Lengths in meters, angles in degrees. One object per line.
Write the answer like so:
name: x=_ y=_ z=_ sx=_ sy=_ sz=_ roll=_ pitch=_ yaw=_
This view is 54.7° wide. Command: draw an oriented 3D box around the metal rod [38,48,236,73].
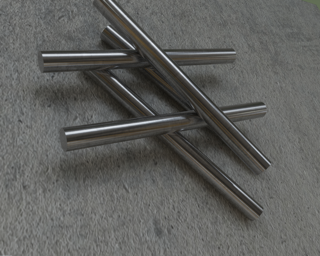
metal rod: x=-0.009 y=-0.097 z=0.429 sx=0.303 sy=0.025 sz=0.025 roll=-10 pitch=67 yaw=-33

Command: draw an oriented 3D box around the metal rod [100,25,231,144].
metal rod: x=0.036 y=-0.043 z=0.452 sx=0.300 sy=0.025 sz=0.025 roll=40 pitch=51 yaw=-1

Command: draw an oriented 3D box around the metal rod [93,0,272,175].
metal rod: x=0.025 y=-0.059 z=0.393 sx=0.300 sy=0.025 sz=0.025 roll=47 pitch=51 yaw=4

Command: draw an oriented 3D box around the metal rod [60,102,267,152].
metal rod: x=0.028 y=-0.008 z=0.395 sx=0.303 sy=0.025 sz=0.025 roll=-9 pitch=67 yaw=-32

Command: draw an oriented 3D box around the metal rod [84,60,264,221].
metal rod: x=0.015 y=0.012 z=0.406 sx=0.300 sy=0.025 sz=0.025 roll=42 pitch=51 yaw=0
